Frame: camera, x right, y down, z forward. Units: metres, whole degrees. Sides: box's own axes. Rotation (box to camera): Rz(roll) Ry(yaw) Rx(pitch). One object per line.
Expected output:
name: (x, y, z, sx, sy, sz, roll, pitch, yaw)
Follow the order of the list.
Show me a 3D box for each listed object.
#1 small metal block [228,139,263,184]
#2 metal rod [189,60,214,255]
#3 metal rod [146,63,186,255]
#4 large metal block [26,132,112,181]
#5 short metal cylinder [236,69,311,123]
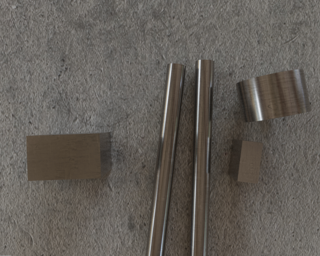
small metal block: (0.109, 0.041, 0.399, 0.025, 0.050, 0.050, 7, 90, 0)
metal rod: (0.054, 0.061, 0.410, 0.025, 0.025, 0.298, 2, 90, -1)
metal rod: (0.005, 0.065, 0.410, 0.025, 0.025, 0.298, 7, 90, -1)
large metal block: (-0.106, 0.032, 0.381, 0.081, 0.080, 0.050, -2, 90, -1)
short metal cylinder: (0.139, -0.038, 0.384, 0.080, 0.080, 0.050, -10, 90, 0)
